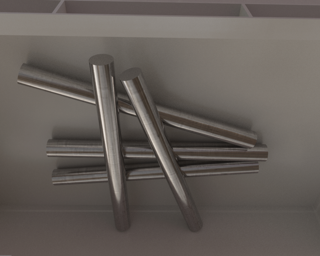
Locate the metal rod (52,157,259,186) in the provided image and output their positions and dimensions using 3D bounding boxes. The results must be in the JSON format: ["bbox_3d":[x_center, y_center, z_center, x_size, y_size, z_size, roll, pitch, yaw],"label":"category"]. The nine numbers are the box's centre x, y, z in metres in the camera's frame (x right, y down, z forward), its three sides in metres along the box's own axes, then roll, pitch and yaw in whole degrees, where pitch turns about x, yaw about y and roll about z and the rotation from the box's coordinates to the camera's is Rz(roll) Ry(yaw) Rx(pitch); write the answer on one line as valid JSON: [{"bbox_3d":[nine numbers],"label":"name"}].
[{"bbox_3d":[-0.008,0.064,0.462,0.302,0.025,0.025,-4,130,2],"label":"metal rod"}]

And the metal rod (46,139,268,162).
[{"bbox_3d":[-0.002,0.031,0.433,0.302,0.025,0.025,1,130,-2],"label":"metal rod"}]

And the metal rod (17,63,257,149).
[{"bbox_3d":[-0.016,-0.023,0.387,0.302,0.025,0.025,15,128,-14],"label":"metal rod"}]

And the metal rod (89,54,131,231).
[{"bbox_3d":[-0.060,0.044,0.410,0.025,0.025,0.298,0,130,-1],"label":"metal rod"}]

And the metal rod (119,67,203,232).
[{"bbox_3d":[0.014,0.051,0.418,0.025,0.025,0.299,-14,129,11],"label":"metal rod"}]
